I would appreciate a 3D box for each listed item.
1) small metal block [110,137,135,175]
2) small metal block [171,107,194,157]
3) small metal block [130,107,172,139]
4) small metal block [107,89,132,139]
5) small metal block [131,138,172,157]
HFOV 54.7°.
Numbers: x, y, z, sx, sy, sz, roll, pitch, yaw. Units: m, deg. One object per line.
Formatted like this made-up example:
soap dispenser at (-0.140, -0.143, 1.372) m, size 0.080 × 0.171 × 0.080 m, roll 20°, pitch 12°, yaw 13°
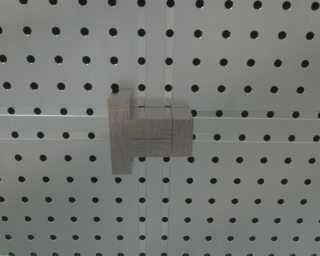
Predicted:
small metal block at (-0.049, 0.028, 0.409) m, size 0.025 × 0.050 × 0.050 m, roll 0°, pitch 110°, yaw 0°
small metal block at (0.028, 0.004, 0.401) m, size 0.025 × 0.050 × 0.050 m, roll 0°, pitch 110°, yaw 0°
small metal block at (-0.011, -0.007, 0.396) m, size 0.050 × 0.050 × 0.025 m, roll 0°, pitch 110°, yaw -1°
small metal block at (-0.049, -0.019, 0.392) m, size 0.025 × 0.050 × 0.050 m, roll 0°, pitch 110°, yaw 0°
small metal block at (-0.011, 0.016, 0.405) m, size 0.050 × 0.050 × 0.025 m, roll 0°, pitch 110°, yaw -1°
